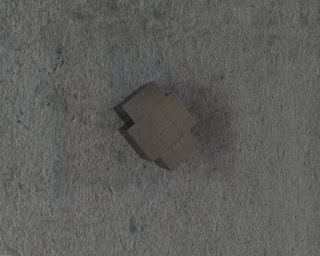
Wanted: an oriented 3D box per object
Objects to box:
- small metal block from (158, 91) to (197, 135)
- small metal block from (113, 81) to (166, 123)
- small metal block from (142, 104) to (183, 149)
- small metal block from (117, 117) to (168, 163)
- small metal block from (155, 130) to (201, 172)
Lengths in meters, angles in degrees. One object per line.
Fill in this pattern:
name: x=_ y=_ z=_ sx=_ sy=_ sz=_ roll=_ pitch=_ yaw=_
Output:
small metal block: x=0.014 y=-0.018 z=0.402 sx=0.025 sy=0.050 sz=0.050 roll=-43 pitch=104 yaw=-15
small metal block: x=-0.027 y=-0.031 z=0.387 sx=0.050 sy=0.050 sz=0.025 roll=-41 pitch=104 yaw=-16
small metal block: x=-0.005 y=-0.002 z=0.396 sx=0.025 sy=0.050 sz=0.050 roll=-42 pitch=104 yaw=-15
small metal block: x=-0.023 y=0.014 z=0.389 sx=0.025 sy=0.050 sz=0.050 roll=-42 pitch=104 yaw=-15
small metal block: x=0.017 y=0.028 z=0.404 sx=0.050 sy=0.050 sz=0.025 roll=-41 pitch=104 yaw=-16
